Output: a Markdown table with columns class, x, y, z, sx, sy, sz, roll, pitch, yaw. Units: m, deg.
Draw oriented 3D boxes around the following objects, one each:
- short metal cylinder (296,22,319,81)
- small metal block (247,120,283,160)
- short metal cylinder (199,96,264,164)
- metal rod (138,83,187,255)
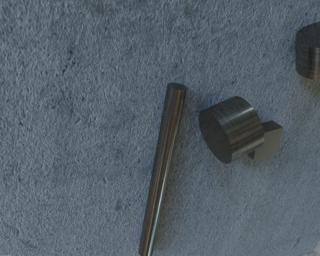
| class | x | y | z | sx | sy | sz | roll | pitch | yaw |
| --- | --- | --- | --- | --- | --- | --- | --- | --- | --- |
| short metal cylinder | 0.233 | -0.109 | 0.431 | 0.080 | 0.080 | 0.050 | -28 | 128 | -11 |
| small metal block | 0.171 | 0.020 | 0.512 | 0.050 | 0.025 | 0.050 | -14 | 125 | -21 |
| short metal cylinder | 0.096 | 0.002 | 0.425 | 0.050 | 0.080 | 0.080 | -25 | 128 | -13 |
| metal rod | -0.001 | 0.078 | 0.454 | 0.025 | 0.025 | 0.298 | -5 | 121 | -26 |
